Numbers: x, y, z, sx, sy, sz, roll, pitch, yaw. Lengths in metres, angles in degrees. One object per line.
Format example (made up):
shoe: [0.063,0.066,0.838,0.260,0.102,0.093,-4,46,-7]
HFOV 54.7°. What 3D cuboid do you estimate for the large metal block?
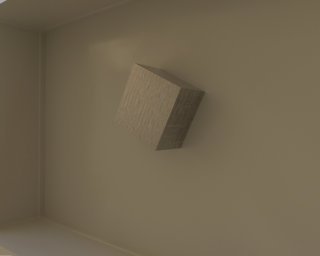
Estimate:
large metal block: [-0.003,-0.027,0.391,0.080,0.050,0.079,34,111,34]
